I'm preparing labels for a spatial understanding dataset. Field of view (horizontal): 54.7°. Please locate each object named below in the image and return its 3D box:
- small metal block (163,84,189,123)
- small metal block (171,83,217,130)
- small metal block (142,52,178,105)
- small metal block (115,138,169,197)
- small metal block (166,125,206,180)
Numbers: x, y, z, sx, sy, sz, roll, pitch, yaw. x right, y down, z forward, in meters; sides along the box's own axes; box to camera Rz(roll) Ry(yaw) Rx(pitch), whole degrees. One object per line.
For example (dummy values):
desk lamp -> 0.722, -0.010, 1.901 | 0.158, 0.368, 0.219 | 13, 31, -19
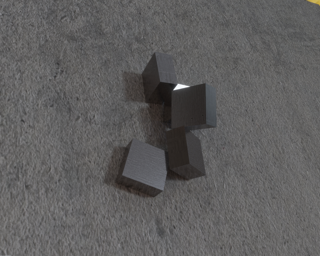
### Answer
small metal block -> 0.034, -0.031, 0.431 | 0.050, 0.025, 0.050 | 9, 76, -24
small metal block -> 0.042, -0.024, 0.389 | 0.025, 0.050, 0.050 | 15, 72, -50
small metal block -> -0.002, -0.068, 0.428 | 0.025, 0.050, 0.050 | 5, 60, -25
small metal block -> -0.019, 0.047, 0.365 | 0.050, 0.025, 0.050 | 24, 53, -14
small metal block -> 0.033, 0.032, 0.386 | 0.050, 0.025, 0.050 | 39, 39, -52
